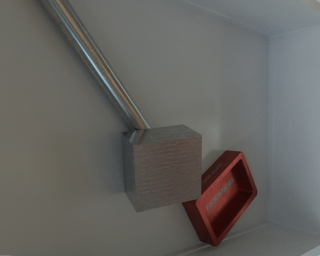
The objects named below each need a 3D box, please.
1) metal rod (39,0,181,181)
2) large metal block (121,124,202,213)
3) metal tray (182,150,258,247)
[{"bbox_3d":[-0.047,-0.035,0.368,0.025,0.025,0.299,-48,119,-29],"label":"metal rod"},{"bbox_3d":[0.002,0.045,0.368,0.081,0.050,0.079,-8,108,-20],"label":"large metal block"},{"bbox_3d":[0.098,0.107,0.488,0.131,0.030,0.090,-38,114,-34],"label":"metal tray"}]
